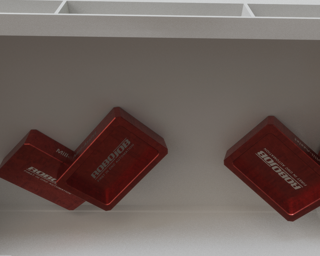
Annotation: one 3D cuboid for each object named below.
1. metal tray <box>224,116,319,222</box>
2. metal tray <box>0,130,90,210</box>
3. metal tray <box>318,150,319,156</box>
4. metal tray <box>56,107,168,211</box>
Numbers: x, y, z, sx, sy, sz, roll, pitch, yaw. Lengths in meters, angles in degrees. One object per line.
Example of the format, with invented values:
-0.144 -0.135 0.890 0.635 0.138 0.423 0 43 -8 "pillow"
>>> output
0.165 0.057 0.422 0.130 0.030 0.090 42 122 -1 "metal tray"
-0.158 0.067 0.461 0.130 0.030 0.090 36 121 -27 "metal tray"
0.254 0.028 0.389 0.030 0.090 0.129 -5 131 -8 "metal tray"
-0.065 0.046 0.421 0.090 0.030 0.130 37 105 -27 "metal tray"
